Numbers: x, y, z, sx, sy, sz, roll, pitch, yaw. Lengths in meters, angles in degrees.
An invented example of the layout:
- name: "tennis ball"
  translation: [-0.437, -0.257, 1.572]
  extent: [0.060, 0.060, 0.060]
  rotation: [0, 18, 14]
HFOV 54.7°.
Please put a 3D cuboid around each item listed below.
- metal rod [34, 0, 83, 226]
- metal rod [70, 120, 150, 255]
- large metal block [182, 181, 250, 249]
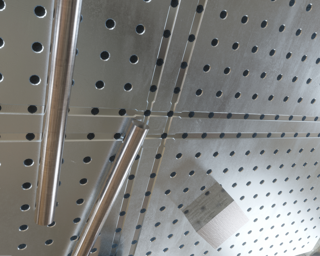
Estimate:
- name: "metal rod"
  translation: [-0.114, -0.013, 0.340]
  extent: [0.025, 0.025, 0.298]
  rotation: [1, 118, -29]
- name: "metal rod"
  translation: [-0.087, 0.123, 0.439]
  extent: [0.025, 0.025, 0.298]
  rotation: [14, 111, -34]
- name: "large metal block"
  translation: [0.099, 0.154, 0.545]
  extent: [0.080, 0.050, 0.080]
  rotation: [-40, 130, -1]
